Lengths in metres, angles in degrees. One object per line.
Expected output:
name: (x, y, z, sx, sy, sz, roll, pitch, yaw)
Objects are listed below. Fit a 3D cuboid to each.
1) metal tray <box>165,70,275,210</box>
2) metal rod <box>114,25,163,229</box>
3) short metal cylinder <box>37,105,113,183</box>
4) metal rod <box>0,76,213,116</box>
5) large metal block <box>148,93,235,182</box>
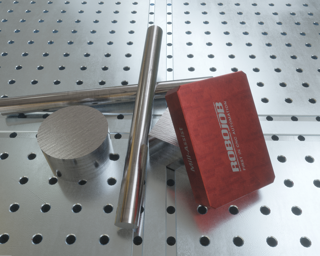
metal tray: (0.067, 0.010, 0.338, 0.091, 0.030, 0.129, -17, 92, -25)
metal rod: (-0.021, -0.024, 0.402, 0.025, 0.025, 0.300, 4, 58, 3)
short metal cylinder: (-0.100, 0.019, 0.375, 0.081, 0.050, 0.080, 0, 50, 0)
metal rod: (-0.070, -0.047, 0.446, 0.302, 0.025, 0.025, -7, 51, -6)
large metal block: (0.041, 0.010, 0.383, 0.080, 0.050, 0.080, 22, 53, 17)
